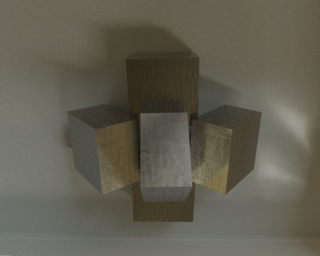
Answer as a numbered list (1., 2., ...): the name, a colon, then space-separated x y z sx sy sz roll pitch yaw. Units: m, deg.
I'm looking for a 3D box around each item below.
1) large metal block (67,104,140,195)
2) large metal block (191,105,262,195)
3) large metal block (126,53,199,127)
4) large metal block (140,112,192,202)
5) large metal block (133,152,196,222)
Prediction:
1. large metal block: -0.070 0.022 0.380 0.050 0.080 0.079 -16 115 -33
2. large metal block: 0.081 0.022 0.382 0.050 0.081 0.079 17 116 35
3. large metal block: 0.004 -0.048 0.376 0.080 0.050 0.079 -1 110 0
4. large metal block: 0.005 0.036 0.351 0.050 0.080 0.080 -1 66 -1
5. large metal block: 0.005 0.080 0.426 0.081 0.050 0.079 1 110 -1
